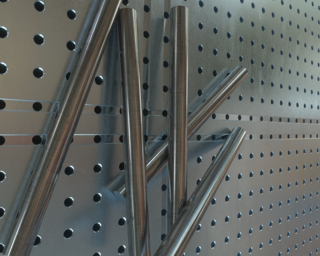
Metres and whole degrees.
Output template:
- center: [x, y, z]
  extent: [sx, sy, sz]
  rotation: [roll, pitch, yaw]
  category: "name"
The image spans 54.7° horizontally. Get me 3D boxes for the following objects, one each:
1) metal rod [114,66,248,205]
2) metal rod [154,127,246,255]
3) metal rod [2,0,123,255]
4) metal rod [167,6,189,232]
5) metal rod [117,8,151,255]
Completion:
- center: [0.046, -0.005, 0.449]
  extent: [0.301, 0.025, 0.025]
  rotation: [-44, 117, -31]
  category: "metal rod"
- center: [0.065, 0.075, 0.410]
  extent: [0.302, 0.025, 0.025]
  rotation: [-44, 118, -51]
  category: "metal rod"
- center: [-0.096, -0.019, 0.329]
  extent: [0.025, 0.025, 0.299]
  rotation: [27, 73, -37]
  category: "metal rod"
- center: [0.024, -0.013, 0.402]
  extent: [0.025, 0.025, 0.298]
  rotation: [8, 80, -40]
  category: "metal rod"
- center: [-0.031, 0.008, 0.362]
  extent: [0.025, 0.025, 0.298]
  rotation: [1, 82, -40]
  category: "metal rod"
